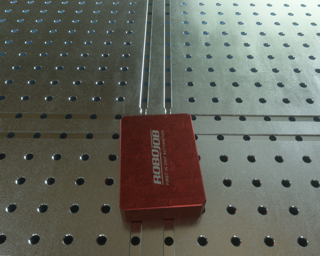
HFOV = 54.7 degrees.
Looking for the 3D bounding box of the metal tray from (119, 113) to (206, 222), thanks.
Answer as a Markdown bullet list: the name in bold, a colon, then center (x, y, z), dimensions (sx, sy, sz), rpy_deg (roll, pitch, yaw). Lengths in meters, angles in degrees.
- **metal tray**: center (-0.001, 0.041, 0.370), dimensions (0.091, 0.030, 0.130), rpy_deg (-3, 50, -3)
